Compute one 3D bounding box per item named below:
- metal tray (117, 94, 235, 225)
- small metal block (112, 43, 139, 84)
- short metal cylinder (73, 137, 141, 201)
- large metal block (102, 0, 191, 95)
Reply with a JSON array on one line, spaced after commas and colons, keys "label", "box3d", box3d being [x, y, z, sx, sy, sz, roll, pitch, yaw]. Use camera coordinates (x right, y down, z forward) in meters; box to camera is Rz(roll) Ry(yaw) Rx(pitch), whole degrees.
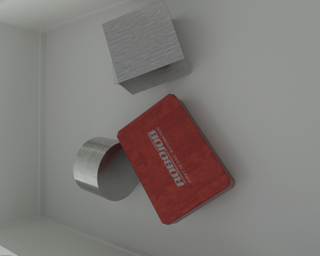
[{"label": "metal tray", "box3d": [0.015, 0.036, 0.370, 0.090, 0.030, 0.130, -36, 67, 12]}, {"label": "small metal block", "box3d": [-0.041, -0.090, 0.438, 0.050, 0.025, 0.050, -7, 85, 39]}, {"label": "short metal cylinder", "box3d": [-0.070, 0.055, 0.427, 0.050, 0.081, 0.079, 9, 96, 40]}, {"label": "large metal block", "box3d": [-0.015, -0.097, 0.381, 0.080, 0.050, 0.080, -19, 76, 10]}]
